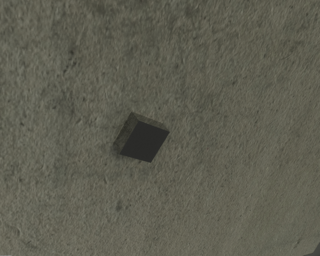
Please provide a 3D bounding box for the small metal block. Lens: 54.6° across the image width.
[{"bbox_3d":[-0.024,0.013,0.401,0.050,0.025,0.050,20,107,-36],"label":"small metal block"}]
